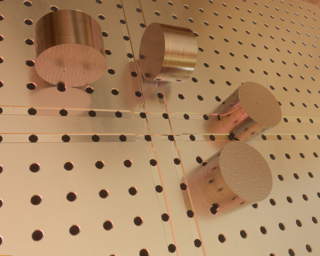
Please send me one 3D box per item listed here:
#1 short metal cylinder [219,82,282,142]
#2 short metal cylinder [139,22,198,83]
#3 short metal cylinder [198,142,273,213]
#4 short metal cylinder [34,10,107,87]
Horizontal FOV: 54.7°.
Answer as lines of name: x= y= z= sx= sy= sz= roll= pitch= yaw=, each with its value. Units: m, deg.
short metal cylinder: x=0.140 y=-0.025 z=0.482 sx=0.081 sy=0.050 sz=0.080 roll=14 pitch=56 yaw=-21
short metal cylinder: x=0.010 y=-0.106 z=0.442 sx=0.050 sy=0.080 sz=0.080 roll=-1 pitch=62 yaw=-29
short metal cylinder: x=0.098 y=0.065 z=0.405 sx=0.081 sy=0.050 sz=0.080 roll=14 pitch=56 yaw=-21
short metal cylinder: x=-0.107 y=-0.093 z=0.372 sx=0.081 sy=0.080 sz=0.050 roll=1 pitch=61 yaw=-28
